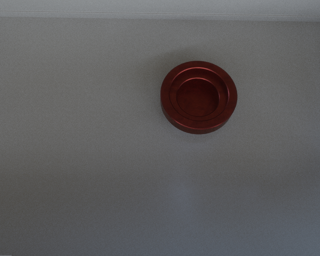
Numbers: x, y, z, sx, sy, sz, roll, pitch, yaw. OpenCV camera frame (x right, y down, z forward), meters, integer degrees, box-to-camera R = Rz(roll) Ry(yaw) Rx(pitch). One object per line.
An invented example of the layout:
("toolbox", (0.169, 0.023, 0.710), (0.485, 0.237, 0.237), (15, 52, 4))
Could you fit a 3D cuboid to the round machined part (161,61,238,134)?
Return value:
("round machined part", (0.050, -0.037, 0.415), (0.099, 0.042, 0.098), (0, 70, -1))
